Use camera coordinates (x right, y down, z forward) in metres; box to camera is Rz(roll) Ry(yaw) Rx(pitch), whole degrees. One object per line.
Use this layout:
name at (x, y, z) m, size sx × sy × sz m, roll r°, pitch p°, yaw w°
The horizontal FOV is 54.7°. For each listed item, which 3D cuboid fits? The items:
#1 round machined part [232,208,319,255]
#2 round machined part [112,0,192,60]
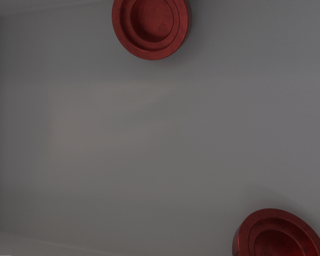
round machined part at (0.126, 0.142, 0.338) m, size 0.098 × 0.098 × 0.042 m, roll 32°, pitch 141°, yaw 17°
round machined part at (-0.007, -0.139, 0.391) m, size 0.098 × 0.042 × 0.097 m, roll 8°, pitch 118°, yaw 16°
